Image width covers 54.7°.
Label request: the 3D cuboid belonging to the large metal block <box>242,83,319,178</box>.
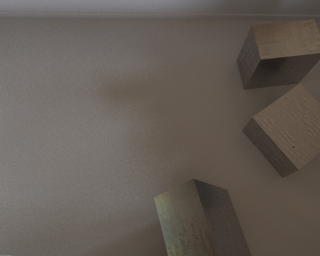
[{"bbox_3d":[0.168,0.004,0.396,0.080,0.050,0.080,-34,74,-12],"label":"large metal block"}]

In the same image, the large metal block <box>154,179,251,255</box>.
[{"bbox_3d":[0.046,0.106,0.327,0.050,0.080,0.080,-31,57,24],"label":"large metal block"}]

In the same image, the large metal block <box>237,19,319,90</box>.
[{"bbox_3d":[0.157,-0.096,0.416,0.081,0.080,0.050,-7,70,-3],"label":"large metal block"}]
